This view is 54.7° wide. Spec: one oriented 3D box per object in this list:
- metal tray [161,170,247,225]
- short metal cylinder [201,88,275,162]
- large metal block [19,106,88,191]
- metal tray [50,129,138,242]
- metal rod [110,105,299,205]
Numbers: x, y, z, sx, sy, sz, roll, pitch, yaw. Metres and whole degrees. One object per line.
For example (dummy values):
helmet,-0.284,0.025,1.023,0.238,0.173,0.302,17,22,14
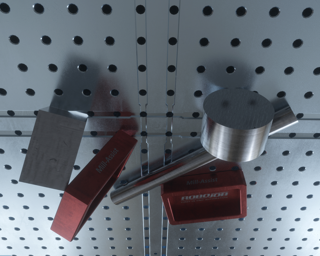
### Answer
metal tray,0.073,0.116,0.507,0.131,0.030,0.090,-8,130,6
short metal cylinder,0.090,-0.005,0.372,0.081,0.080,0.050,-1,130,0
large metal block,-0.123,0.021,0.371,0.050,0.080,0.080,16,93,-13
metal tray,-0.081,0.070,0.400,0.030,0.131,0.089,32,126,3
metal rod,0.049,0.048,0.452,0.300,0.025,0.025,-28,125,22
